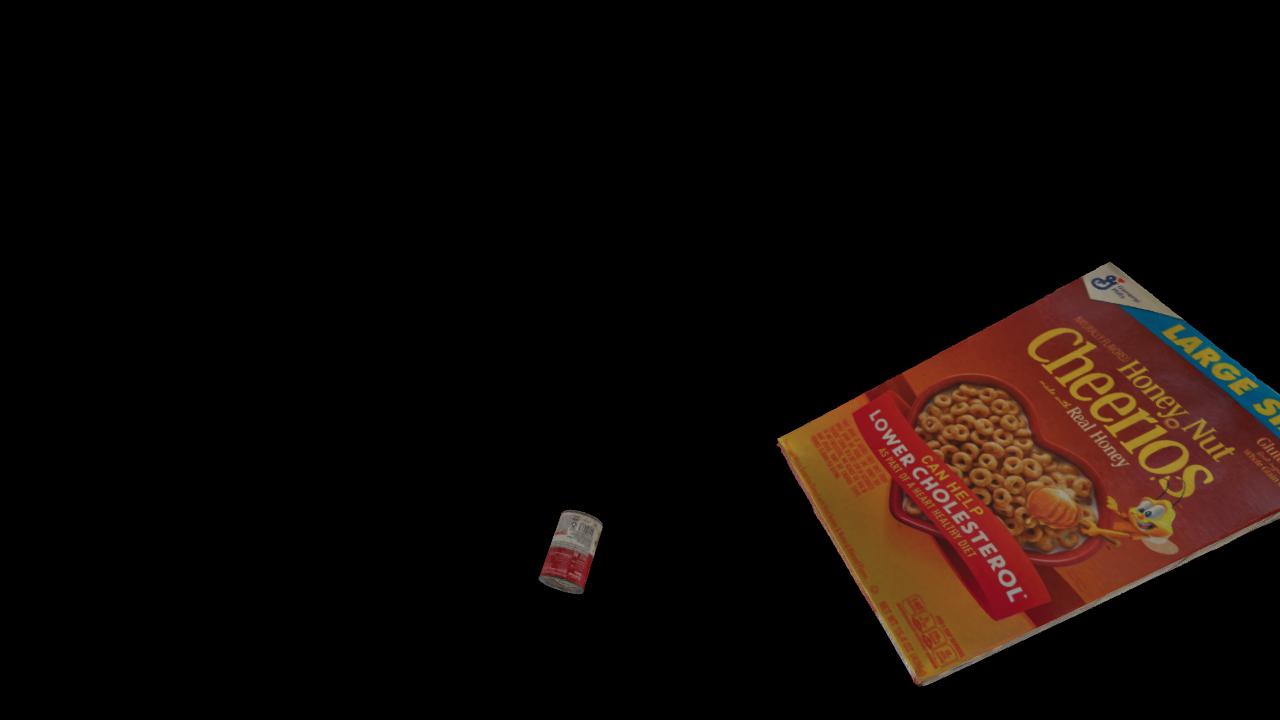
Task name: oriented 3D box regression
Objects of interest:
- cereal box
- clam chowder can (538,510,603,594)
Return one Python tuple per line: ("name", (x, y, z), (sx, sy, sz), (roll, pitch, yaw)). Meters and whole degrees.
("cereal box", (0.289, 0.080, 0.468), (0.306, 0.203, 0.081), (-29, -37, 6))
("clam chowder can", (-0.100, 0.280, 0.899), (0.068, 0.102, 0.068), (12, -33, 8))
